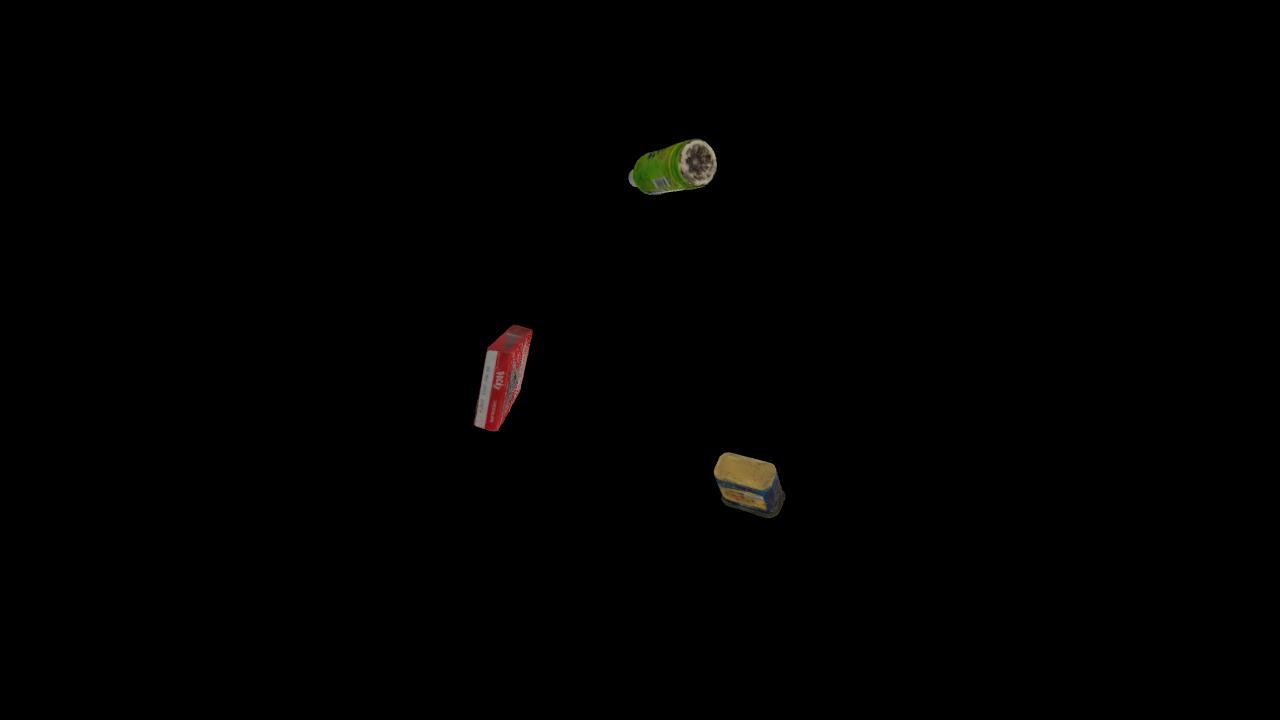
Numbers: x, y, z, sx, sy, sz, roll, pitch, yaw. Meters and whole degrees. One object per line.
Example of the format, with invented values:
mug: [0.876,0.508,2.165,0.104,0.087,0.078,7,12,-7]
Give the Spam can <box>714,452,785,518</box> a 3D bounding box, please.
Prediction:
Spam can: [0.174,0.199,0.985,0.101,0.058,0.085,10,-36,30]

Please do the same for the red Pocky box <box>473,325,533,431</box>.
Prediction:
red Pocky box: [-0.145,0.013,0.666,0.028,0.083,0.155,11,11,-5]

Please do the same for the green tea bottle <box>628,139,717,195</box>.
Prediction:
green tea bottle: [0.038,-0.299,0.977,0.073,0.073,0.212,0,8,-28]
